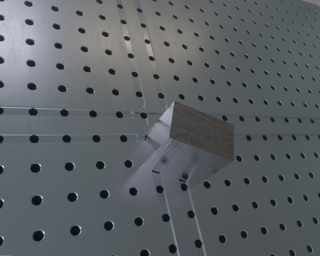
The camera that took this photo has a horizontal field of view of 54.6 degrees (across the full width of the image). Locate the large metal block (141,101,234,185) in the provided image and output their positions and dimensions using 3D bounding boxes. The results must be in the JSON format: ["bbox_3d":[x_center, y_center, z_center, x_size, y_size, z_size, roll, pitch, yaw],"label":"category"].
[{"bbox_3d":[0.032,0.022,0.377,0.080,0.080,0.050,21,54,-16],"label":"large metal block"}]
